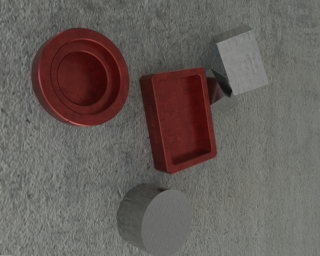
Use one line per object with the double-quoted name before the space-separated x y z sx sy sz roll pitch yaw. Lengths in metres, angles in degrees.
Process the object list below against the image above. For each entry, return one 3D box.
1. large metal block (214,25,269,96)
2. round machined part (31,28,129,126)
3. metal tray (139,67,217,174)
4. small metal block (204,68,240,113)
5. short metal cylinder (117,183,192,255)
"large metal block" 0.120 -0.105 0.466 0.080 0.050 0.080 -74 143 -66
"round machined part" -0.084 -0.050 0.324 0.099 0.042 0.097 0 90 -40
"metal tray" 0.028 -0.013 0.421 0.091 0.030 0.129 -15 100 -34
"small metal block" 0.087 -0.055 0.459 0.050 0.025 0.050 15 47 -51
"short metal cylinder" -0.006 0.113 0.386 0.081 0.050 0.079 0 90 -40
